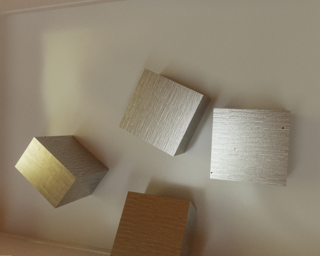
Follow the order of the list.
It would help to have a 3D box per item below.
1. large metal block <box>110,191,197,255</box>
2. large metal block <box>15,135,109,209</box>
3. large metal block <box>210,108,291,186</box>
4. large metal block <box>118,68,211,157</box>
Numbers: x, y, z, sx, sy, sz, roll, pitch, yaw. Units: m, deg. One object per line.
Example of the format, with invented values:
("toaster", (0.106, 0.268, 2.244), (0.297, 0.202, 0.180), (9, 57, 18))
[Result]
("large metal block", (-0.005, 0.129, 0.381), (0.080, 0.050, 0.080), (5, 63, 19))
("large metal block", (-0.131, 0.055, 0.426), (0.080, 0.080, 0.050), (40, 103, 15))
("large metal block", (0.105, 0.019, 0.360), (0.080, 0.050, 0.079), (3, 91, 19))
("large metal block", (0.007, -0.020, 0.394), (0.080, 0.050, 0.080), (28, 99, 17))
